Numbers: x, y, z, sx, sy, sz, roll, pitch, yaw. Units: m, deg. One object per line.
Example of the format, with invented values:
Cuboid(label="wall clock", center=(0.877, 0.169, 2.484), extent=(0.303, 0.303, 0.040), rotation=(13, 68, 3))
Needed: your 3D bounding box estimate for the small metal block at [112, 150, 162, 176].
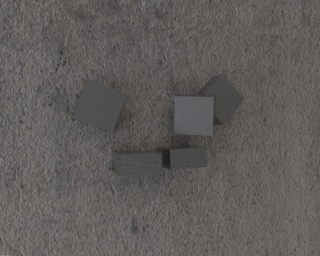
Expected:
Cuboid(label="small metal block", center=(-0.030, 0.042, 0.385), extent=(0.050, 0.050, 0.025), rotation=(0, 90, -20))

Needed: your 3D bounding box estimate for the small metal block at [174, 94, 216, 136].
Cuboid(label="small metal block", center=(0.047, -0.018, 0.408), extent=(0.050, 0.025, 0.050), rotation=(3, 102, 16))

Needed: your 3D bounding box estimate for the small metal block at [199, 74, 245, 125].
Cuboid(label="small metal block", center=(0.083, -0.039, 0.439), extent=(0.050, 0.025, 0.050), rotation=(44, 76, -15))

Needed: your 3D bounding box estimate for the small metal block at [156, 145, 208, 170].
Cuboid(label="small metal block", center=(0.027, 0.037, 0.406), extent=(0.050, 0.050, 0.025), rotation=(-2, 91, -20))

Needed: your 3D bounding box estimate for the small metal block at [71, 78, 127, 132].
Cuboid(label="small metal block", center=(-0.076, -0.027, 0.381), extent=(0.050, 0.025, 0.050), rotation=(21, 83, -19))
